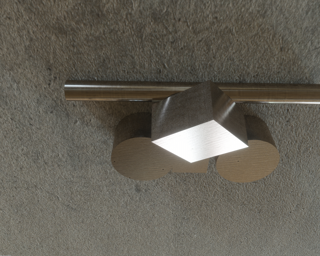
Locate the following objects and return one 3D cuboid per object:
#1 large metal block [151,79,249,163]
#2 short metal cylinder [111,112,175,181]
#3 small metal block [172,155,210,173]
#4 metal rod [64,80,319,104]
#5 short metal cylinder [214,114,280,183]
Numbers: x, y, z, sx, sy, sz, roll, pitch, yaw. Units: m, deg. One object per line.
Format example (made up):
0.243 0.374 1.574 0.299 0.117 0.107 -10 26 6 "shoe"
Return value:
0.047 -0.003 0.367 0.080 0.050 0.080 -21 145 33 "large metal block"
-0.022 0.025 0.413 0.081 0.050 0.079 0 130 0 "short metal cylinder"
0.043 0.038 0.442 0.050 0.025 0.050 1 130 -2 "small metal block"
0.041 -0.043 0.372 0.302 0.025 0.025 1 130 -1 "metal rod"
0.113 0.028 0.417 0.081 0.050 0.079 0 130 0 "short metal cylinder"
